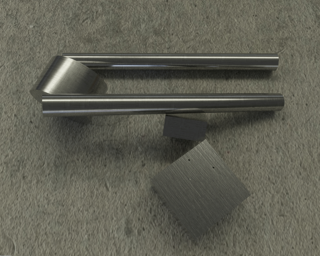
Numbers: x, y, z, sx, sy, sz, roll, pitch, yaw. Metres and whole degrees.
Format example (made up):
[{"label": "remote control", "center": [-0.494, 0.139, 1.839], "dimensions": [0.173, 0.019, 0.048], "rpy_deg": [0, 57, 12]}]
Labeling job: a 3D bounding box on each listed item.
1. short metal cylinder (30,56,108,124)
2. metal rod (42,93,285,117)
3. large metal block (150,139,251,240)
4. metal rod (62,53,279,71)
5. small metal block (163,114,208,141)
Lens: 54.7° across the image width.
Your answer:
[{"label": "short metal cylinder", "center": [-0.114, -0.047, 0.395], "dimensions": [0.080, 0.080, 0.050], "rpy_deg": [22, 72, 7]}, {"label": "metal rod", "center": [0.018, -0.030, 0.378], "dimensions": [0.303, 0.025, 0.025], "rpy_deg": [-2, 69, -18]}, {"label": "large metal block", "center": [0.045, 0.074, 0.368], "dimensions": [0.080, 0.050, 0.080], "rpy_deg": [-35, 74, -12]}, {"label": "metal rod", "center": [0.015, -0.094, 0.442], "dimensions": [0.302, 0.025, 0.025], "rpy_deg": [0, 70, -1]}, {"label": "small metal block", "center": [0.032, -0.005, 0.394], "dimensions": [0.050, 0.050, 0.025], "rpy_deg": [9, 104, 3]}]
